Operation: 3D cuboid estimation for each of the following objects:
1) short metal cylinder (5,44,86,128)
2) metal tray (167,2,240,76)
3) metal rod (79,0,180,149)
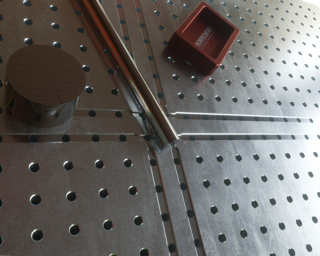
[{"bbox_3d":[-0.130,-0.047,0.350,0.081,0.050,0.080,14,56,-21],"label":"short metal cylinder"},{"bbox_3d":[0.080,-0.160,0.544,0.090,0.030,0.130,36,51,-4],"label":"metal tray"},{"bbox_3d":[-0.057,-0.105,0.441,0.025,0.025,0.299,-19,72,-35],"label":"metal rod"}]
